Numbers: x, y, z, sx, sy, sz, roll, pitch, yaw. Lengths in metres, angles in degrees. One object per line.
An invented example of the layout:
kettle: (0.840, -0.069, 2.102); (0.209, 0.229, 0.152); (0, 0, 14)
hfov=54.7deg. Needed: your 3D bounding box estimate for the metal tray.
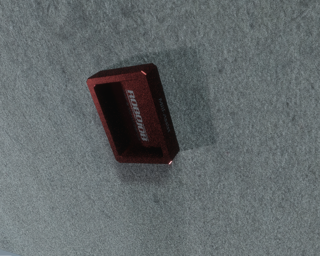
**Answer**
metal tray: (-0.034, -0.015, 0.410); (0.090, 0.030, 0.129); (-2, 118, 29)
